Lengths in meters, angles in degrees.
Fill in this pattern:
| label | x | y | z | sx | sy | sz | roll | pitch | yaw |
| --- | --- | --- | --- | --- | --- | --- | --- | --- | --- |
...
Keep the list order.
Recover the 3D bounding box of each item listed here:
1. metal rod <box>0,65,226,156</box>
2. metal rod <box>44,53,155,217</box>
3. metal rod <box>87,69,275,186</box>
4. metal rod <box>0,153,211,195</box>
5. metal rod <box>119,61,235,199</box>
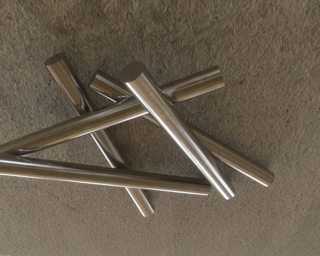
| label | x | y | z | sx | sy | sz | roll | pitch | yaw |
| --- | --- | --- | --- | --- | --- | --- | --- | --- | --- |
| metal rod | -0.073 | -0.009 | 0.364 | 0.301 | 0.025 | 0.025 | -18 | 128 | 14 |
| metal rod | -0.068 | 0.032 | 0.433 | 0.025 | 0.025 | 0.299 | -15 | 129 | 12 |
| metal rod | 0.044 | 0.010 | 0.415 | 0.301 | 0.025 | 0.025 | 29 | 124 | -23 |
| metal rod | -0.062 | 0.068 | 0.427 | 0.302 | 0.025 | 0.025 | 11 | 130 | -24 |
| metal rod | 0.042 | 0.026 | 0.386 | 0.025 | 0.025 | 0.300 | -22 | 140 | 17 |
